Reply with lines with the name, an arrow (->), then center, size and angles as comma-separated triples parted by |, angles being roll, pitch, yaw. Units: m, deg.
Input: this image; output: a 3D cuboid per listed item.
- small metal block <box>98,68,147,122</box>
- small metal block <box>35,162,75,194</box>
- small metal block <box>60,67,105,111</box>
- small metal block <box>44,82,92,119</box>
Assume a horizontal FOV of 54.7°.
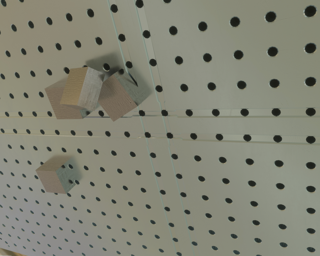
small metal block -> -0.055, -0.043, 0.412 | 0.050, 0.025, 0.050 | -29, 103, 37
small metal block -> -0.191, 0.091, 0.566 | 0.050, 0.025, 0.050 | -2, 118, 28
small metal block -> -0.102, -0.051, 0.405 | 0.050, 0.025, 0.050 | 8, 81, 48
small metal block -> -0.133, -0.041, 0.454 | 0.050, 0.025, 0.050 | 0, 119, 28
